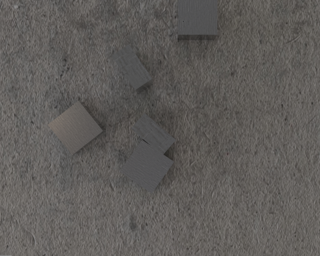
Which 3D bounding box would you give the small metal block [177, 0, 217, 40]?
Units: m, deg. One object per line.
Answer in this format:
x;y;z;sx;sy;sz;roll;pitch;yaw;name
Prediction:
0.049;-0.145;0.410;0.050;0.025;0.050;0;90;0;small metal block

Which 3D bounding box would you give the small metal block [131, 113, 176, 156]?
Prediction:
-0.008;0.007;0.397;0.050;0.050;0.025;41;90;0;small metal block

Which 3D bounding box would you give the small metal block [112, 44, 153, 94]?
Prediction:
-0.034;-0.073;0.397;0.025;0.050;0.050;-35;90;0;small metal block

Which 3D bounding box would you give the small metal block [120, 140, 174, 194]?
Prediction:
-0.017;0.050;0.410;0.050;0.025;0.050;35;90;0;small metal block

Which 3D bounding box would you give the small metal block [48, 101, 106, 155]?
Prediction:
-0.108;0.000;0.409;0.050;0.025;0.050;-38;90;0;small metal block
